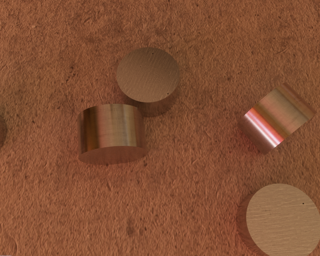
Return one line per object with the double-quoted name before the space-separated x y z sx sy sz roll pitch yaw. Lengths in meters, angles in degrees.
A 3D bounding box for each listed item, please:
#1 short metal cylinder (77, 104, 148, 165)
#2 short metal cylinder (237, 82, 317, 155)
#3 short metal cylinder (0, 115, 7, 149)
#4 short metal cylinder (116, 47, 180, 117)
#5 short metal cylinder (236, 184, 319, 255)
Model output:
"short metal cylinder" -0.058 0.010 0.375 0.081 0.080 0.050 -7 70 -3
"short metal cylinder" 0.143 -0.010 0.384 0.080 0.080 0.050 -36 74 -12
"short metal cylinder" -0.246 0.001 0.393 0.081 0.050 0.080 0 70 0
"short metal cylinder" -0.015 -0.060 0.417 0.081 0.050 0.080 0 70 0
"short metal cylinder" 0.133 0.108 0.356 0.081 0.050 0.080 0 70 0
